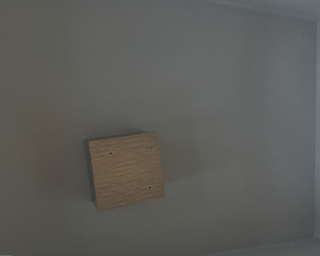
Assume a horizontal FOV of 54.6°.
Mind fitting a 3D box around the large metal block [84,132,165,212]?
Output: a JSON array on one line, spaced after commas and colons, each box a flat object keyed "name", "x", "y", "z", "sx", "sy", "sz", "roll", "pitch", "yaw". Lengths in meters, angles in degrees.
[{"name": "large metal block", "x": -0.045, "y": 0.049, "z": 0.381, "sx": 0.081, "sy": 0.050, "sz": 0.080, "roll": -8, "pitch": 93, "yaw": -20}]
